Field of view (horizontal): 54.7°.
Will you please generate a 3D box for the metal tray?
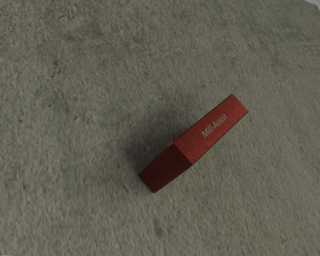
[{"bbox_3d":[0.041,0.018,0.375,0.030,0.090,0.131,49,51,6],"label":"metal tray"}]
